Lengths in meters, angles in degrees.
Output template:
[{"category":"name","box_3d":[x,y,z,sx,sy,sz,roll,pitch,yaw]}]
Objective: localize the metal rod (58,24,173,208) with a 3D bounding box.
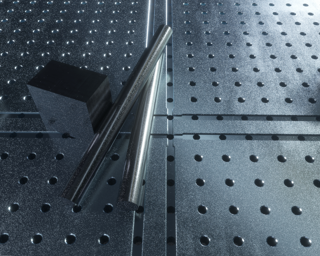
[{"category":"metal rod","box_3d":[-0.046,-0.036,0.415,0.025,0.025,0.300,17,59,13]}]

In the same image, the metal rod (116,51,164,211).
[{"category":"metal rod","box_3d":[-0.020,-0.029,0.431,0.025,0.025,0.300,5,50,4]}]

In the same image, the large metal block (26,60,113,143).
[{"category":"large metal block","box_3d":[-0.109,-0.032,0.398,0.080,0.080,0.050,18,52,14]}]
